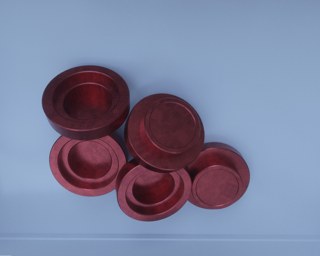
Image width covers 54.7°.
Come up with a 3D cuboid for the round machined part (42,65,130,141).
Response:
[{"bbox_3d":[-0.085,-0.026,0.371,0.099,0.098,0.042,3,146,-2],"label":"round machined part"}]

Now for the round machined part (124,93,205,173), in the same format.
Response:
[{"bbox_3d":[0.009,0.002,0.372,0.099,0.042,0.098,6,70,-16],"label":"round machined part"}]

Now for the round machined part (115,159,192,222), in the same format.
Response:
[{"bbox_3d":[-0.011,0.074,0.415,0.099,0.042,0.097,-6,117,-12],"label":"round machined part"}]

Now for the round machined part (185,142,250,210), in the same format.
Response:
[{"bbox_3d":[0.076,0.072,0.428,0.099,0.042,0.097,0,110,-1],"label":"round machined part"}]

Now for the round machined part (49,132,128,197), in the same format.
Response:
[{"bbox_3d":[-0.091,0.039,0.413,0.099,0.042,0.097,0,110,-1],"label":"round machined part"}]
